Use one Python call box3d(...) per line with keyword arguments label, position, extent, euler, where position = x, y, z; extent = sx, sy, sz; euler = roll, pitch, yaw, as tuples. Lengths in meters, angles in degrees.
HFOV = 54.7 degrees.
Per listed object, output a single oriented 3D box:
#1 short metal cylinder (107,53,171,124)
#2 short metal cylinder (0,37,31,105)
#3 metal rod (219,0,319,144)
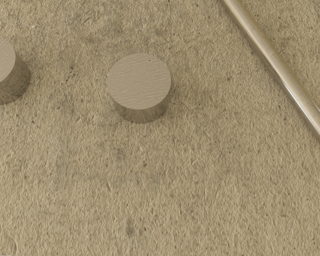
box3d(label="short metal cylinder", position=(-0.026, -0.052, 0.414), extent=(0.081, 0.050, 0.080), euler=(0, 70, 0))
box3d(label="short metal cylinder", position=(-0.227, -0.077, 0.421), extent=(0.081, 0.050, 0.080), euler=(0, 70, 0))
box3d(label="metal rod", position=(0.155, -0.110, 0.449), extent=(0.025, 0.025, 0.299), euler=(-25, 72, -9))
